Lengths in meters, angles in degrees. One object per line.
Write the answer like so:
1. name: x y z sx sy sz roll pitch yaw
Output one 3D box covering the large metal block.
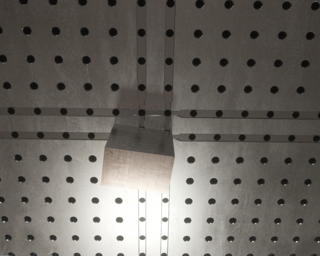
1. large metal block: -0.027 0.036 0.397 0.081 0.080 0.050 8 110 -4
